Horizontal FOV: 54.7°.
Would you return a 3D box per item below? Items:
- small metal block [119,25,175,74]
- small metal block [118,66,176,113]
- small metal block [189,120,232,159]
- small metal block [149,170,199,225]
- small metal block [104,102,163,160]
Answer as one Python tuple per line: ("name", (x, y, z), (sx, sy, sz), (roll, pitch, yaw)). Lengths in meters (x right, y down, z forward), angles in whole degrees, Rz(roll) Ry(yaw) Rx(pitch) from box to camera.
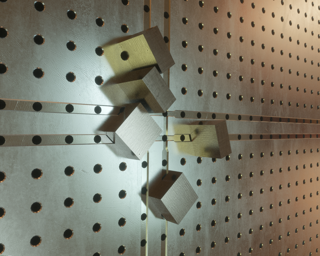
("small metal block", (-0.016, -0.092, 0.381), (0.025, 0.050, 0.050), (-43, 116, -32))
("small metal block", (-0.016, -0.045, 0.381), (0.025, 0.050, 0.050), (-51, 120, -28))
("small metal block", (0.074, 0.016, 0.457), (0.025, 0.050, 0.050), (-22, 104, -38))
("small metal block", (0.020, 0.095, 0.428), (0.050, 0.025, 0.050), (-46, 118, -30))
("small metal block", (-0.032, 0.004, 0.384), (0.050, 0.025, 0.050), (52, 59, -28))
